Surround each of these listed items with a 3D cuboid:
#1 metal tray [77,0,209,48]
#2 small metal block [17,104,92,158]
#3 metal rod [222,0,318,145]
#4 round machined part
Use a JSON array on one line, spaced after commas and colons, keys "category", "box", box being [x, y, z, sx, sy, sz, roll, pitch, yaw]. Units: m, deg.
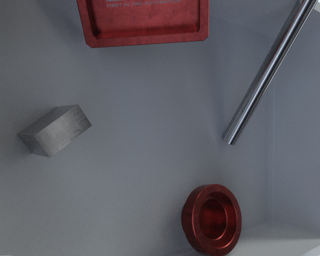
[{"category": "metal tray", "box": [-0.017, -0.134, 0.317, 0.030, 0.131, 0.089, -89, 175, -54]}, {"category": "small metal block", "box": [-0.104, 0.002, 0.304, 0.050, 0.050, 0.025, -43, 117, -32]}, {"category": "metal rod", "box": [0.171, -0.105, 0.455, 0.025, 0.025, 0.298, 6, 117, -40]}, {"category": "round machined part", "box": [0.070, 0.132, 0.448, 0.099, 0.042, 0.098, 11, 72, -35]}]
